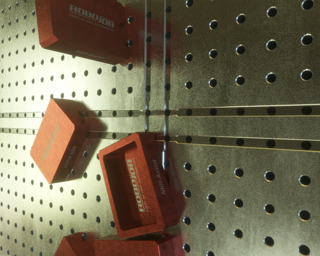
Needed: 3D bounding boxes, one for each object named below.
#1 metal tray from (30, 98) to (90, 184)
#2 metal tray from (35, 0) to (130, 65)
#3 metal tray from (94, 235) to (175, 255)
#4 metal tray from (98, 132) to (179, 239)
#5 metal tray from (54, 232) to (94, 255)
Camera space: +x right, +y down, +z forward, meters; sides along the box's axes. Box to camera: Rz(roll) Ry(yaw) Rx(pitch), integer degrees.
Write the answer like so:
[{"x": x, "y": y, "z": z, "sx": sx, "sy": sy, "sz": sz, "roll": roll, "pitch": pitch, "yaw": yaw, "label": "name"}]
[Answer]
[{"x": -0.182, "y": 0.023, "z": 0.553, "sx": 0.090, "sy": 0.030, "sz": 0.129, "roll": 43, "pitch": 116, "yaw": 31, "label": "metal tray"}, {"x": -0.100, "y": -0.142, "z": 0.420, "sx": 0.030, "sy": 0.131, "sz": 0.090, "roll": -13, "pitch": 82, "yaw": 36, "label": "metal tray"}, {"x": -0.035, "y": 0.199, "z": 0.433, "sx": 0.130, "sy": 0.030, "sz": 0.090, "roll": -16, "pitch": 80, "yaw": 38, "label": "metal tray"}, {"x": -0.034, "y": 0.080, "z": 0.431, "sx": 0.090, "sy": 0.030, "sz": 0.129, "roll": -26, "pitch": 74, "yaw": 36, "label": "metal tray"}, {"x": -0.152, "y": 0.256, "z": 0.528, "sx": 0.090, "sy": 0.030, "sz": 0.129, "roll": 43, "pitch": 116, "yaw": 31, "label": "metal tray"}]
